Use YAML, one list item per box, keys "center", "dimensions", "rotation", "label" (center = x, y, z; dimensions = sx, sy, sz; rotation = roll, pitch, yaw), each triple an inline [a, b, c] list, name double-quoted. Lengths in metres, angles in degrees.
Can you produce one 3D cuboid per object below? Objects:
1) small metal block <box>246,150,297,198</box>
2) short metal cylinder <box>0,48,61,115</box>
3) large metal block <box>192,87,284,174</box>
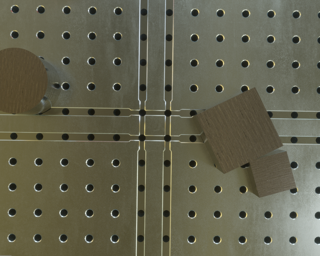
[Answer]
- center: [0.147, 0.060, 0.415]
  dimensions: [0.050, 0.025, 0.050]
  rotation: [-15, 90, -1]
  label: "small metal block"
- center: [-0.176, -0.057, 0.399]
  dimensions: [0.081, 0.050, 0.079]
  rotation: [0, 90, -1]
  label: "short metal cylinder"
- center: [0.097, 0.003, 0.402]
  dimensions: [0.080, 0.050, 0.080]
  rotation: [-26, 90, -1]
  label: "large metal block"
